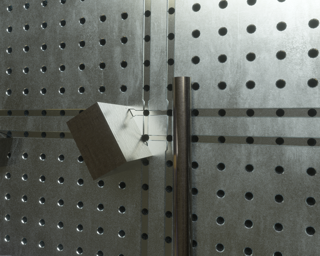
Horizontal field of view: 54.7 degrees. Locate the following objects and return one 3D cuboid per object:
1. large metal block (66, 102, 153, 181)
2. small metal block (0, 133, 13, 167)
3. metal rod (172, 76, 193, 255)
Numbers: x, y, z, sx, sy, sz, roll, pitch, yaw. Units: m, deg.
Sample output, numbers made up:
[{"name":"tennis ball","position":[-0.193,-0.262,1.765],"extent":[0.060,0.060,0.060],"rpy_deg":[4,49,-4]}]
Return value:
[{"name":"large metal block","position":[-0.063,0.016,0.406],"extent":[0.050,0.080,0.080],"rpy_deg":[-31,80,17]},{"name":"small metal block","position":[-0.276,0.033,0.510],"extent":[0.050,0.025,0.050],"rpy_deg":[18,96,19]},{"name":"metal rod","position":[0.029,0.084,0.402],"extent":[0.025,0.025,0.298],"rpy_deg":[0,90,20]}]
